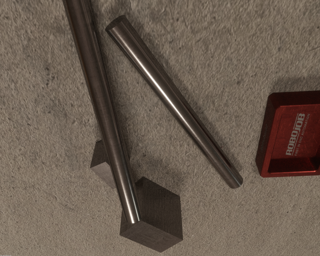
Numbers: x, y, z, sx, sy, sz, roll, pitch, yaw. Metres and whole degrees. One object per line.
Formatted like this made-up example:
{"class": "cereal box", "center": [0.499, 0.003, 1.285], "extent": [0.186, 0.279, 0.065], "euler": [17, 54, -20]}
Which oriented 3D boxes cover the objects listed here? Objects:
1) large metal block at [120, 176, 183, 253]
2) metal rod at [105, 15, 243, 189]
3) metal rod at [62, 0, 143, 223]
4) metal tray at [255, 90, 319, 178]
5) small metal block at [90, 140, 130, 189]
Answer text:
{"class": "large metal block", "center": [-0.012, 0.136, 0.487], "extent": [0.080, 0.080, 0.050], "euler": [34, 122, -26]}
{"class": "metal rod", "center": [0.036, -0.012, 0.397], "extent": [0.025, 0.025, 0.300], "euler": [-27, 126, 20]}
{"class": "metal rod", "center": [-0.060, -0.006, 0.361], "extent": [0.025, 0.025, 0.298], "euler": [-7, 118, 5]}
{"class": "metal tray", "center": [0.186, 0.012, 0.416], "extent": [0.091, 0.030, 0.129], "euler": [-3, 130, 2]}
{"class": "small metal block", "center": [-0.068, 0.048, 0.431], "extent": [0.025, 0.050, 0.050], "euler": [-24, 126, 19]}
